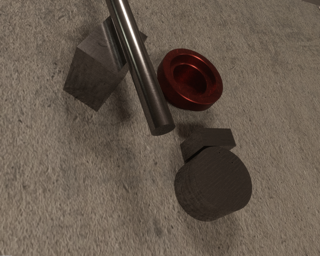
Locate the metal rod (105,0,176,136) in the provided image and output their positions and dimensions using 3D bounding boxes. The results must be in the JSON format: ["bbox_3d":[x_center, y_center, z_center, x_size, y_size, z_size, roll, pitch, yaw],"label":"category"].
[{"bbox_3d":[-0.044,-0.129,0.357,0.025,0.025,0.299,-6,65,-31],"label":"metal rod"}]

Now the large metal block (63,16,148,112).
[{"bbox_3d":[-0.068,-0.080,0.382,0.050,0.080,0.080,34,51,-6],"label":"large metal block"}]

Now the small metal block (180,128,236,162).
[{"bbox_3d":[0.062,0.023,0.409,0.050,0.050,0.025,2,61,-28],"label":"small metal block"}]

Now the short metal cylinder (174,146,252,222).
[{"bbox_3d":[0.065,0.069,0.382,0.081,0.050,0.080,14,56,-21],"label":"short metal cylinder"}]

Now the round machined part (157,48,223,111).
[{"bbox_3d":[0.040,-0.066,0.456,0.099,0.042,0.098,14,56,-21],"label":"round machined part"}]
